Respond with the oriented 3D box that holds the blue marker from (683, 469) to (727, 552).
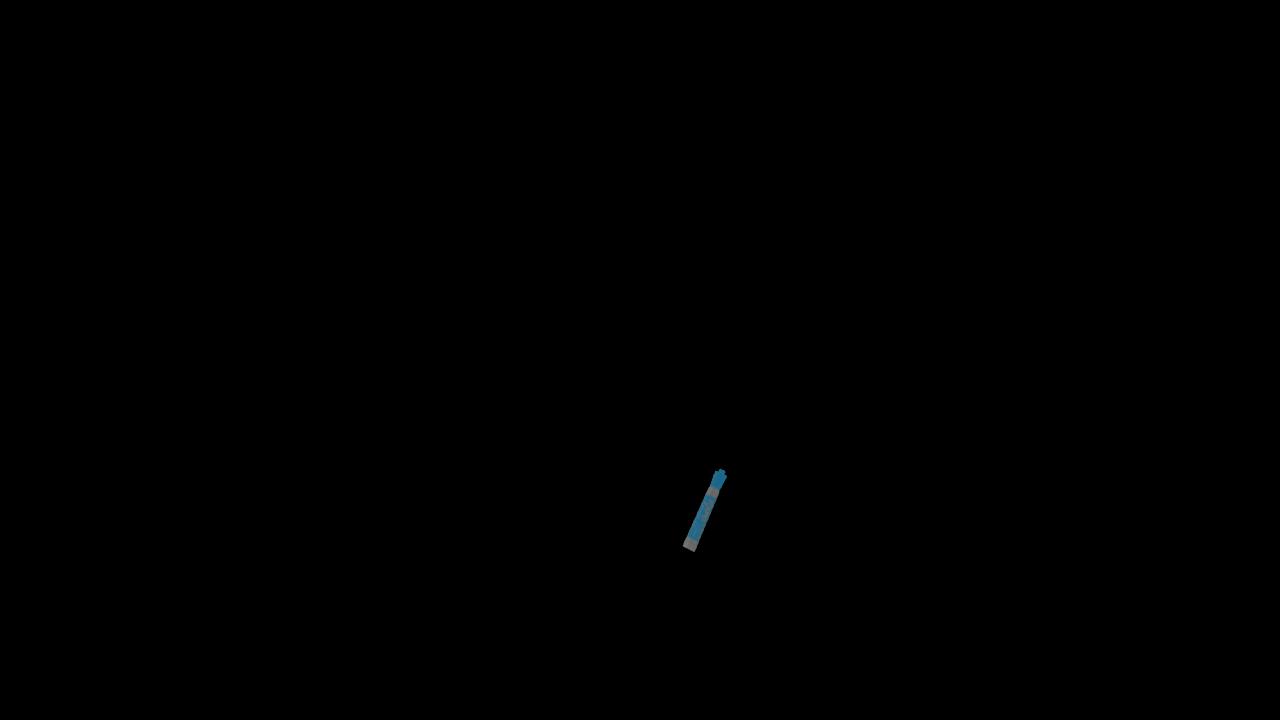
[{"bbox_3d":[0.093,0.211,0.871,0.020,0.121,0.020,24,-14,7],"label":"blue marker"}]
